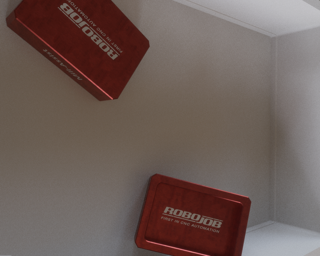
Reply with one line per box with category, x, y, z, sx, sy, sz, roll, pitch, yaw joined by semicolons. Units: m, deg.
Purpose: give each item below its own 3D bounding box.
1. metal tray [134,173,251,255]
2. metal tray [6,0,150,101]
metal tray;0.041;0.117;0.393;0.131;0.030;0.090;15;78;-4
metal tray;-0.080;-0.102;0.336;0.130;0.030;0.090;41;65;-32
